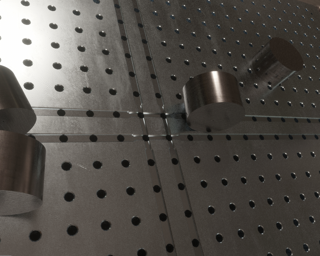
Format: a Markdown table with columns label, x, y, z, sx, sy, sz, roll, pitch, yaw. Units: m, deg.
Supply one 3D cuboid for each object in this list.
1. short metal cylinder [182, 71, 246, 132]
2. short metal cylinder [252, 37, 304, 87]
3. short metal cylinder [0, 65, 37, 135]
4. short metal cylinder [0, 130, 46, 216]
| label | x | y | z | sx | sy | sz | roll | pitch | yaw |
| --- | --- | --- | --- | --- | --- | --- | --- | --- | --- |
| short metal cylinder | 0.075 | -0.035 | 0.436 | 0.081 | 0.080 | 0.050 | 9 | 58 | -24 |
| short metal cylinder | 0.225 | -0.126 | 0.593 | 0.081 | 0.050 | 0.080 | 14 | 56 | -21 |
| short metal cylinder | -0.167 | -0.016 | 0.293 | 0.081 | 0.080 | 0.050 | -22 | 74 | -36 |
| short metal cylinder | -0.144 | 0.042 | 0.270 | 0.081 | 0.080 | 0.050 | 7 | 59 | -25 |
